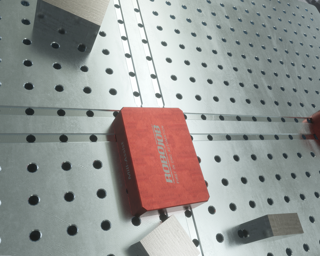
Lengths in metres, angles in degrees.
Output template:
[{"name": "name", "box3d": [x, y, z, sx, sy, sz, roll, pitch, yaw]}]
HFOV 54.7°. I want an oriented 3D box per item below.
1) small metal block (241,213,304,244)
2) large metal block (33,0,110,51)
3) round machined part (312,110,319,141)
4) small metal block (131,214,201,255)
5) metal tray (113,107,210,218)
[{"name": "small metal block", "box3d": [0.142, 0.127, 0.393, 0.050, 0.050, 0.025, 5, 60, -26]}, {"name": "large metal block", "box3d": [-0.119, -0.166, 0.430, 0.080, 0.050, 0.080, 20, 54, -17]}, {"name": "round machined part", "box3d": [0.341, 0.000, 0.584, 0.099, 0.042, 0.098, 14, 56, -21]}, {"name": "small metal block", "box3d": [0.007, 0.131, 0.333, 0.050, 0.025, 0.050, -28, 77, -38]}, {"name": "metal tray", "box3d": [0.000, 0.037, 0.384, 0.091, 0.030, 0.130, -1, 62, -29]}]
